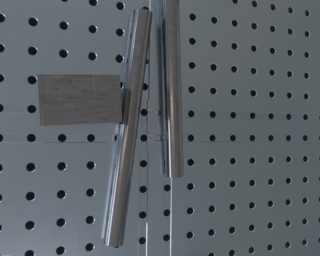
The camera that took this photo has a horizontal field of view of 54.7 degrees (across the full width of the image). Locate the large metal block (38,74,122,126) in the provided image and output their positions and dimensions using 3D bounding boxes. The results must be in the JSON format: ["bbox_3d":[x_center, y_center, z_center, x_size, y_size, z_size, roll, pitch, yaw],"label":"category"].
[{"bbox_3d":[-0.092,-0.029,0.349,0.081,0.080,0.050,-3,91,-20],"label":"large metal block"}]

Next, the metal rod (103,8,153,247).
[{"bbox_3d":[-0.040,-0.003,0.397,0.025,0.025,0.298,8,87,-20],"label":"metal rod"}]

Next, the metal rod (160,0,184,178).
[{"bbox_3d":[0.016,-0.084,0.418,0.025,0.025,0.298,-2,91,-20],"label":"metal rod"}]
